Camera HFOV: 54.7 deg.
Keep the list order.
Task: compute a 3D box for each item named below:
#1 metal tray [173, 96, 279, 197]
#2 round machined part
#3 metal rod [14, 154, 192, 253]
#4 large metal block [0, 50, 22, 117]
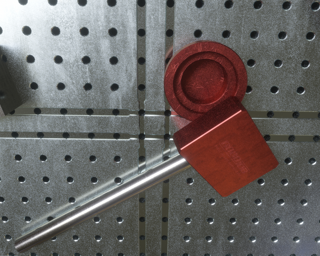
[{"bbox_3d":[0.088,0.030,0.397,0.090,0.030,0.130,-34,130,11],"label":"metal tray"},{"bbox_3d":[0.054,-0.059,0.384,0.099,0.042,0.097,0,110,-1],"label":"round machined part"},{"bbox_3d":[-0.084,0.109,0.452,0.301,0.025,0.025,-29,108,9],"label":"metal rod"},{"bbox_3d":[-0.232,-0.051,0.378,0.080,0.050,0.079,-12,110,4],"label":"large metal block"}]
